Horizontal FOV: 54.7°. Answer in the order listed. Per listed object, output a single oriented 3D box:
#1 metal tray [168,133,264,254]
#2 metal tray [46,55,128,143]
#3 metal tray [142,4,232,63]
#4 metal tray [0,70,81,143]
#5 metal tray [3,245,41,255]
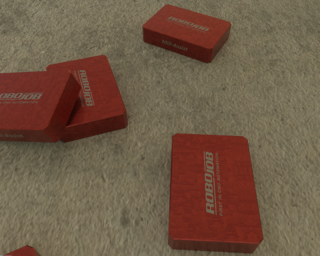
[{"bbox_3d":[0.057,0.067,0.345,0.091,0.030,0.130,3,50,2],"label":"metal tray"},{"bbox_3d":[-0.105,-0.047,0.438,0.091,0.030,0.130,-14,52,-12],"label":"metal tray"},{"bbox_3d":[0.047,-0.168,0.542,0.130,0.030,0.090,23,54,18],"label":"metal tray"},{"bbox_3d":[-0.176,-0.029,0.394,0.130,0.030,0.090,1,57,17],"label":"metal tray"},{"bbox_3d":[-0.131,0.176,0.250,0.091,0.030,0.130,-20,53,-17],"label":"metal tray"}]
